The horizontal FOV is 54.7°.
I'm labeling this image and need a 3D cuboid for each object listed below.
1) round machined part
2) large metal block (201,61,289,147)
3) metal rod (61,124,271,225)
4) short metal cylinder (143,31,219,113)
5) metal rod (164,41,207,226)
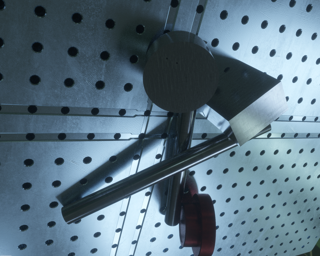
[{"bbox_3d":[0.056,0.154,0.495,0.042,0.098,0.097,3,120,-5],"label":"round machined part"},{"bbox_3d":[0.106,-0.035,0.412,0.080,0.080,0.050,-37,129,-4],"label":"large metal block"},{"bbox_3d":[0.011,0.055,0.423,0.301,0.025,0.025,-25,128,-3],"label":"metal rod"},{"bbox_3d":[0.022,-0.064,0.349,0.081,0.050,0.079,0,120,0],"label":"short metal cylinder"},{"bbox_3d":[0.032,0.025,0.444,0.025,0.025,0.298,-9,123,-24],"label":"metal rod"}]
